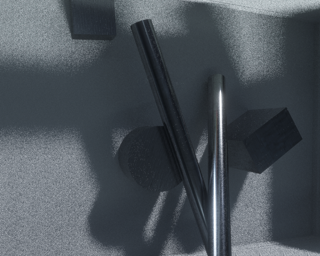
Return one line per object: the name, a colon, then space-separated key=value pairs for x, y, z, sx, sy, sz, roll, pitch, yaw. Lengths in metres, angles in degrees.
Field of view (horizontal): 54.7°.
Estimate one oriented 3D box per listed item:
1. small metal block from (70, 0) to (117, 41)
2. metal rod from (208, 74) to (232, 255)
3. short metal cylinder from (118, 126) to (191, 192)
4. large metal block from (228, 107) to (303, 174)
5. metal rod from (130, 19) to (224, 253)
small metal block: x=-0.083 y=-0.136 z=0.380 sx=0.050 sy=0.025 sz=0.050 roll=-4 pitch=92 yaw=-20
metal rod: x=0.070 y=0.061 z=0.372 sx=0.025 sy=0.025 sz=0.299 roll=16 pitch=59 yaw=-20
short metal cylinder: x=-0.008 y=0.037 z=0.395 sx=0.081 sy=0.050 sz=0.079 roll=0 pitch=90 yaw=-21
large metal block: x=0.131 y=0.015 z=0.431 sx=0.080 sy=0.080 sz=0.050 roll=-34 pitch=102 yaw=-17
metal rod: x=0.026 y=0.022 z=0.368 sx=0.025 sy=0.025 sz=0.298 roll=-21 pitch=98 yaw=-19
